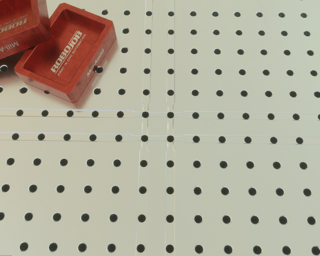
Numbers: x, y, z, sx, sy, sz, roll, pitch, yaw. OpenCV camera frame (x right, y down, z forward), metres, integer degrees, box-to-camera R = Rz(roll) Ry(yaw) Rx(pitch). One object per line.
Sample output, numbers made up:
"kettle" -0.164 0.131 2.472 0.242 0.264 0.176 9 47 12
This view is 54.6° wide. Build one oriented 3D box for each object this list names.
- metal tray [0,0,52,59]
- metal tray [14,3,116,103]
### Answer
"metal tray" -0.225 -0.144 0.440 0.130 0.030 0.090 -20 62 4
"metal tray" -0.133 -0.111 0.448 0.090 0.030 0.130 23 72 8
